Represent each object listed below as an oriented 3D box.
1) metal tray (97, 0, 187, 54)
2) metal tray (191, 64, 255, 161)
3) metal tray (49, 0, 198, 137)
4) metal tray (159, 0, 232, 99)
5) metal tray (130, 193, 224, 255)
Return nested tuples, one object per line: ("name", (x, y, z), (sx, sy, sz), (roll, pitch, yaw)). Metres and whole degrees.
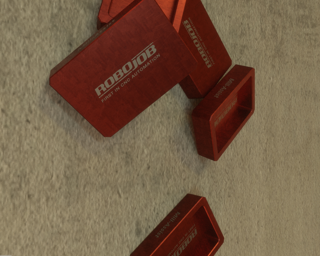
("metal tray", (-0.014, -0.163, 0.365), (0.091, 0.030, 0.129), (15, 79, -11))
("metal tray", (0.100, -0.025, 0.467), (0.131, 0.030, 0.090), (-46, 139, -30))
("metal tray", (-0.037, -0.062, 0.328), (0.130, 0.030, 0.090), (-39, 120, 4))
("metal tray", (0.045, -0.117, 0.441), (0.090, 0.030, 0.130), (-51, 120, -28))
("metal tray", (0.029, 0.166, 0.428), (0.131, 0.030, 0.090), (-39, 114, -33))
